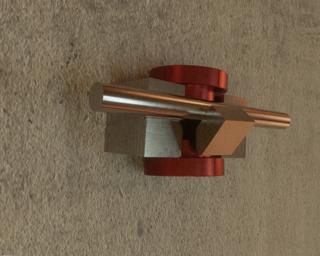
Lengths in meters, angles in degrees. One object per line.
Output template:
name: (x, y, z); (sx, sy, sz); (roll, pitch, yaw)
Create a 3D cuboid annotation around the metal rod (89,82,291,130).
metal rod: (0.062, -0.018, 0.354); (0.302, 0.025, 0.025); (4, 88, -40)

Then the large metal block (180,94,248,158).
large metal block: (0.072, -0.001, 0.431); (0.050, 0.080, 0.080); (5, 87, -40)

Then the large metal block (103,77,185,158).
large metal block: (-0.020, -0.009, 0.354); (0.050, 0.080, 0.080); (6, 87, -40)

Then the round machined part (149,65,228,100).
round machined part: (0.034, -0.047, 0.387); (0.099, 0.098, 0.042); (5, 88, -40)

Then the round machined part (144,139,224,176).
round machined part: (0.030, 0.037, 0.383); (0.099, 0.098, 0.042); (6, 81, -40)

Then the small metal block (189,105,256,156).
small metal block: (0.069, 0.004, 0.342); (0.050, 0.025, 0.050); (2, 129, -38)
